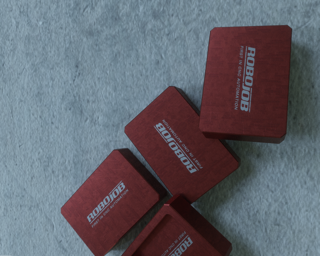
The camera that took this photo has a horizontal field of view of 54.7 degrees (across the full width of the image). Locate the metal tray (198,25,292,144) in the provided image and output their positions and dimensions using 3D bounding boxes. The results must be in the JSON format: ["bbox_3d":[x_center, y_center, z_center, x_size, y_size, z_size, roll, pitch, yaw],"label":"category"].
[{"bbox_3d":[0.098,-0.051,0.353,0.090,0.030,0.129,4,76,18],"label":"metal tray"}]

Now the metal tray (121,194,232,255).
[{"bbox_3d":[0.014,0.157,0.382,0.090,0.030,0.129,42,118,14],"label":"metal tray"}]

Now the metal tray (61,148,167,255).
[{"bbox_3d":[-0.066,0.103,0.428,0.090,0.030,0.130,46,104,14],"label":"metal tray"}]

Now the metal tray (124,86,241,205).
[{"bbox_3d":[0.027,0.022,0.396,0.090,0.030,0.130,-42,77,15],"label":"metal tray"}]
